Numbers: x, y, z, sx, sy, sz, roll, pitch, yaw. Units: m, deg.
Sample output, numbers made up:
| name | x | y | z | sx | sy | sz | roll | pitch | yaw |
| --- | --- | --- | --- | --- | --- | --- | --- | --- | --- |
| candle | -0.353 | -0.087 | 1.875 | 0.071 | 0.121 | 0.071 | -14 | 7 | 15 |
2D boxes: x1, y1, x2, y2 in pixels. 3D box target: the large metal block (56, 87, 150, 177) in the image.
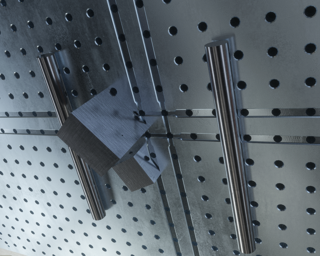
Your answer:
| name | x | y | z | sx | sy | sz | roll | pitch | yaw |
| --- | --- | --- | --- | --- | --- | --- | --- | --- | --- |
| large metal block | -0.074 | 0.004 | 0.415 | 0.080 | 0.080 | 0.050 | 44 | 129 | -3 |

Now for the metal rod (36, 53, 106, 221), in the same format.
| name | x | y | z | sx | sy | sz | roll | pitch | yaw |
| --- | --- | --- | --- | --- | --- | --- | --- | --- | --- |
| metal rod | -0.135 | 0.030 | 0.498 | 0.025 | 0.025 | 0.298 | 4 | 120 | 26 |

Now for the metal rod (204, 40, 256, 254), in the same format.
| name | x | y | z | sx | sy | sz | roll | pitch | yaw |
| --- | --- | --- | --- | --- | --- | --- | --- | --- | --- |
| metal rod | 0.093 | 0.042 | 0.387 | 0.025 | 0.025 | 0.298 | 0 | 119 | 28 |

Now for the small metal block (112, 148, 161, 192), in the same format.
| name | x | y | z | sx | sy | sz | roll | pitch | yaw |
| --- | --- | --- | --- | --- | --- | --- | --- | --- | --- |
| small metal block | -0.036 | 0.064 | 0.468 | 0.050 | 0.025 | 0.050 | -28 | 103 | 37 |
